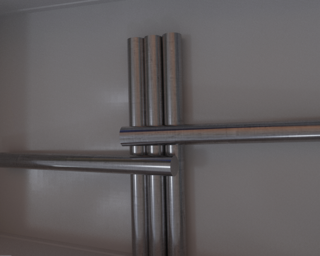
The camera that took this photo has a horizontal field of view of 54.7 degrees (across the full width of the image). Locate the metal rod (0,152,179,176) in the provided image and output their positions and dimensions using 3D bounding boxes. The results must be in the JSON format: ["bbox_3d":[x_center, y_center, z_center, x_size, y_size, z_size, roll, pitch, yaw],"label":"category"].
[{"bbox_3d":[-0.119,0.048,0.432,0.301,0.025,0.025,-1,90,25],"label":"metal rod"}]

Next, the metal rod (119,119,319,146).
[{"bbox_3d":[0.100,0.005,0.355,0.301,0.025,0.025,-2,89,13],"label":"metal rod"}]

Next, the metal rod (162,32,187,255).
[{"bbox_3d":[0.019,0.028,0.402,0.025,0.025,0.298,-2,89,19],"label":"metal rod"}]

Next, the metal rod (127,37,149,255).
[{"bbox_3d":[-0.028,0.030,0.418,0.025,0.025,0.298,-2,89,19],"label":"metal rod"}]

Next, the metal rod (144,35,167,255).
[{"bbox_3d":[-0.005,0.029,0.410,0.025,0.025,0.298,-2,89,19],"label":"metal rod"}]
